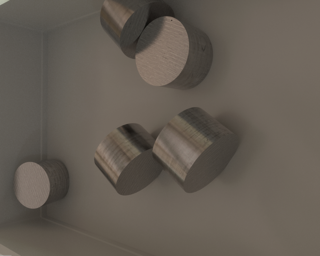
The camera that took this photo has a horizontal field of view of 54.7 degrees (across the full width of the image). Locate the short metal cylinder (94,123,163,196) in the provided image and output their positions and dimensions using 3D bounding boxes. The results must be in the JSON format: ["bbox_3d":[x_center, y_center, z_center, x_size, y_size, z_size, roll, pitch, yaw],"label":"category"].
[{"bbox_3d":[-0.037,0.040,0.402,0.050,0.081,0.080,44,116,31],"label":"short metal cylinder"}]

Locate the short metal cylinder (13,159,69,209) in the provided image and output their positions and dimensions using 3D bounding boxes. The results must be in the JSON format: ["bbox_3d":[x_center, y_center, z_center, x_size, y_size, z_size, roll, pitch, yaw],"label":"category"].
[{"bbox_3d":[-0.210,0.097,0.550,0.080,0.050,0.079,0,91,22],"label":"short metal cylinder"}]

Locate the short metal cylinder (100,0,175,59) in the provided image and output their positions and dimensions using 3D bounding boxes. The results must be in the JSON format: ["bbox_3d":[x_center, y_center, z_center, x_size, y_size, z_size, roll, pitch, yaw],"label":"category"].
[{"bbox_3d":[-0.028,-0.135,0.394,0.050,0.081,0.080,52,120,27],"label":"short metal cylinder"}]

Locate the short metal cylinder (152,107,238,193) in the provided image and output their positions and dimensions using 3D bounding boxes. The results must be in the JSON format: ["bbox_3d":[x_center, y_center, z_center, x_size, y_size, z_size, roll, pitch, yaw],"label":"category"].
[{"bbox_3d":[0.039,0.024,0.339,0.050,0.081,0.080,42,116,32],"label":"short metal cylinder"}]

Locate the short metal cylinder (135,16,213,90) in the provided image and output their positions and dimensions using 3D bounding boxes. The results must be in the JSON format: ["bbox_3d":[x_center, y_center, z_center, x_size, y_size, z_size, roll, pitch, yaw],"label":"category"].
[{"bbox_3d":[0.017,-0.088,0.377,0.080,0.050,0.080,0,90,40],"label":"short metal cylinder"}]
